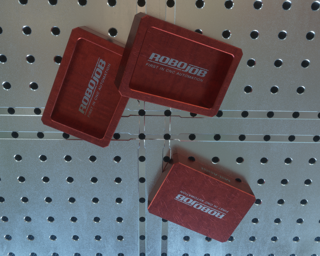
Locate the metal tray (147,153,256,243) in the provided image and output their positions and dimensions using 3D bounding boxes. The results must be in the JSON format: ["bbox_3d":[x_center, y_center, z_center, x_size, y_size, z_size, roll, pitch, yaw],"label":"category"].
[{"bbox_3d":[0.059,0.103,0.450,0.131,0.030,0.089,25,108,-10],"label":"metal tray"}]

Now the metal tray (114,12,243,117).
[{"bbox_3d":[0.022,-0.070,0.364,0.131,0.030,0.089,12,111,-24],"label":"metal tray"}]

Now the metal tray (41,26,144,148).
[{"bbox_3d":[-0.084,-0.049,0.391,0.090,0.030,0.129,23,108,-9],"label":"metal tray"}]
